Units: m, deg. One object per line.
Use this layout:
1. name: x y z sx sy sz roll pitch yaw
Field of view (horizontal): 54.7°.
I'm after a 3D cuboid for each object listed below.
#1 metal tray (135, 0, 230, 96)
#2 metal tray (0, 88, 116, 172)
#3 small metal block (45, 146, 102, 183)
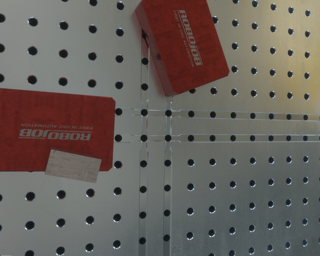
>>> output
1. metal tray: 0.032 -0.118 0.421 0.091 0.030 0.129 -22 98 -19
2. metal tray: -0.122 0.005 0.365 0.131 0.030 0.089 3 89 -20
3. small metal block: -0.094 0.038 0.332 0.050 0.050 0.025 14 86 -20
